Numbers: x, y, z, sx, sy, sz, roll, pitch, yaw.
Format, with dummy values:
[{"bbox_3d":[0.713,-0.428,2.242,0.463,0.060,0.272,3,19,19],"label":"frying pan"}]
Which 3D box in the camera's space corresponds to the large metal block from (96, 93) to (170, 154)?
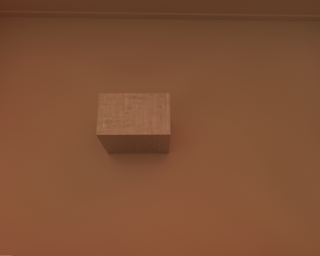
[{"bbox_3d":[-0.029,-0.003,0.381,0.080,0.080,0.050,0,70,0],"label":"large metal block"}]
